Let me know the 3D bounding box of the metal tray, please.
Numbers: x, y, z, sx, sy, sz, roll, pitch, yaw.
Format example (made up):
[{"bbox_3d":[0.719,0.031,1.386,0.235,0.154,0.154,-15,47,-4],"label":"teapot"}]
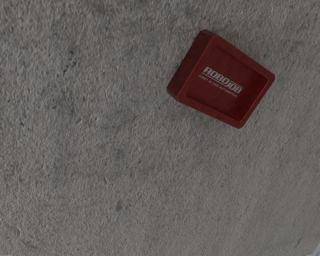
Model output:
[{"bbox_3d":[0.084,-0.059,0.411,0.131,0.030,0.090,20,107,-36],"label":"metal tray"}]
